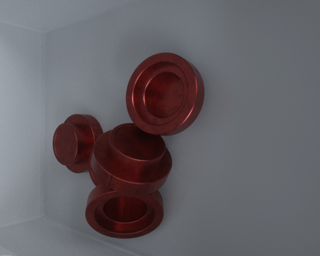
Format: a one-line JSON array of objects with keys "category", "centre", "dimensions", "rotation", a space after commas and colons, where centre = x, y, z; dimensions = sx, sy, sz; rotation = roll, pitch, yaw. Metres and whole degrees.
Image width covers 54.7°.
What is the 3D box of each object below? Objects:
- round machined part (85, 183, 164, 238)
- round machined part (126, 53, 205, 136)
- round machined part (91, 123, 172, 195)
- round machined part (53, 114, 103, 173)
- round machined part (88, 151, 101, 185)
[{"category": "round machined part", "centre": [-0.045, 0.099, 0.407], "dimensions": [0.098, 0.098, 0.042], "rotation": [-50, 25, 28]}, {"category": "round machined part", "centre": [0.010, -0.039, 0.379], "dimensions": [0.098, 0.042, 0.097], "rotation": [-4, 82, 31]}, {"category": "round machined part", "centre": [-0.032, 0.031, 0.379], "dimensions": [0.098, 0.099, 0.042], "rotation": [44, 131, 30]}, {"category": "round machined part", "centre": [-0.139, 0.026, 0.507], "dimensions": [0.098, 0.042, 0.097], "rotation": [0, 90, 39]}, {"category": "round machined part", "centre": [-0.066, 0.054, 0.448], "dimensions": [0.098, 0.042, 0.097], "rotation": [0, 90, 39]}]
